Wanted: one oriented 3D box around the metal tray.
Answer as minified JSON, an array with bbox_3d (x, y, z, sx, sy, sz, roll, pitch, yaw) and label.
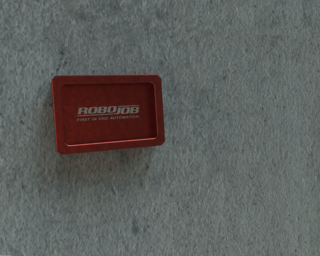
[{"bbox_3d":[-0.062,-0.019,0.383,0.131,0.030,0.090,-4,92,-20],"label":"metal tray"}]
